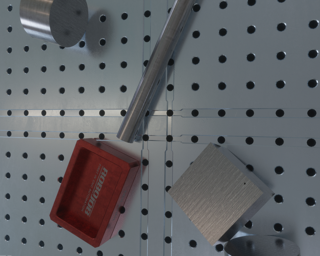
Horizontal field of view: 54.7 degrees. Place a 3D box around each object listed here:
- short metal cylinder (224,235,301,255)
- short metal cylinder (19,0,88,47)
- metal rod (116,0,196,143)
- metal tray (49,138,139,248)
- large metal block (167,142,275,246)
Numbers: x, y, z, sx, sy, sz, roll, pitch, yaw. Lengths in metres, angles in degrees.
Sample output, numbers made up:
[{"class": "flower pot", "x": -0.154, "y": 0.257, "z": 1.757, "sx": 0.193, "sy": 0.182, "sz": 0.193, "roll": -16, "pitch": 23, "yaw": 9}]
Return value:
[{"class": "short metal cylinder", "x": 0.114, "y": 0.157, "z": 0.343, "sx": 0.080, "sy": 0.080, "sz": 0.050, "roll": -5, "pitch": 89, "yaw": 20}, {"class": "short metal cylinder", "x": -0.146, "y": -0.159, "z": 0.435, "sx": 0.050, "sy": 0.080, "sz": 0.080, "roll": 19, "pitch": 97, "yaw": 19}, {"class": "metal rod", "x": 0.012, "y": -0.119, "z": 0.408, "sx": 0.025, "sy": 0.025, "sz": 0.298, "roll": 27, "pitch": 99, "yaw": 18}, {"class": "metal tray", "x": -0.095, "y": 0.090, "z": 0.443, "sx": 0.090, "sy": 0.030, "sz": 0.129, "roll": 25, "pitch": 98, "yaw": 18}, {"class": "large metal block", "x": 0.070, "y": 0.076, "z": 0.363, "sx": 0.080, "sy": 0.050, "sz": 0.080, "roll": -51, "pitch": 57, "yaw": 13}]
